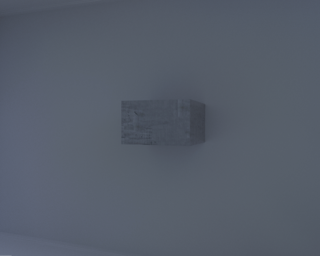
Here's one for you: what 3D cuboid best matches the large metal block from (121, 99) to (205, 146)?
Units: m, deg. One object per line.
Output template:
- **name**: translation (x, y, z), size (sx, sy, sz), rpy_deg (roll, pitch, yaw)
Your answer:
- **large metal block**: translation (0.007, -0.006, 0.378), size (0.080, 0.080, 0.050), rpy_deg (0, 90, 19)
